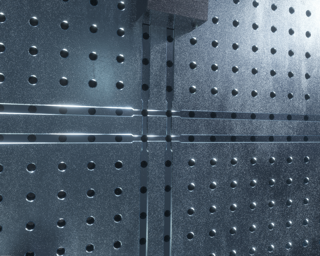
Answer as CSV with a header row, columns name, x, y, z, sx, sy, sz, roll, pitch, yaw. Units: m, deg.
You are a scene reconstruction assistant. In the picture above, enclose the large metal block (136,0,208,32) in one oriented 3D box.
name,x,y,z,sx,sy,sz,roll,pitch,yaw
large metal block,0.016,-0.179,0.405,0.081,0.050,0.080,4,89,-20
